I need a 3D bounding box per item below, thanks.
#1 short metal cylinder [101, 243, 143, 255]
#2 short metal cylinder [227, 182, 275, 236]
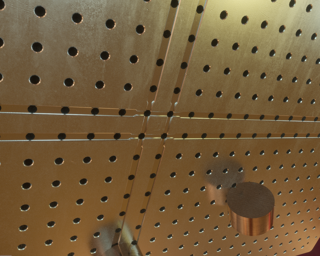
[{"bbox_3d":[-0.060,0.237,0.509,0.081,0.050,0.079,-14,124,-21],"label":"short metal cylinder"},{"bbox_3d":[0.161,0.143,0.552,0.081,0.080,0.050,-23,127,-14],"label":"short metal cylinder"}]
